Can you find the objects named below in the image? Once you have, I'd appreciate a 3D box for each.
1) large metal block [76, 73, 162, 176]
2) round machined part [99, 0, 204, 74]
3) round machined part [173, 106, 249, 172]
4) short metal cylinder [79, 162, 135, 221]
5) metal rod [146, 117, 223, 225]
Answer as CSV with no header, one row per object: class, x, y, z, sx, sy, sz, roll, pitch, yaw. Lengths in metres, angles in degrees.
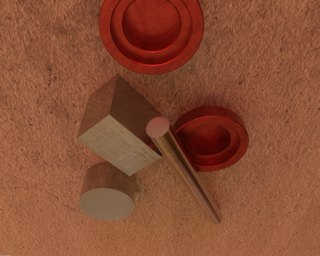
large metal block,-0.043,-0.004,0.367,0.050,0.080,0.080,-33,123,25
round machined part,-0.008,-0.106,0.306,0.099,0.042,0.097,0,130,0
round machined part,0.062,0.010,0.405,0.099,0.042,0.097,0,130,0
short metal cylinder,-0.078,0.097,0.473,0.081,0.050,0.079,0,130,0
metal rod,0.048,0.078,0.426,0.025,0.025,0.300,-16,143,13
